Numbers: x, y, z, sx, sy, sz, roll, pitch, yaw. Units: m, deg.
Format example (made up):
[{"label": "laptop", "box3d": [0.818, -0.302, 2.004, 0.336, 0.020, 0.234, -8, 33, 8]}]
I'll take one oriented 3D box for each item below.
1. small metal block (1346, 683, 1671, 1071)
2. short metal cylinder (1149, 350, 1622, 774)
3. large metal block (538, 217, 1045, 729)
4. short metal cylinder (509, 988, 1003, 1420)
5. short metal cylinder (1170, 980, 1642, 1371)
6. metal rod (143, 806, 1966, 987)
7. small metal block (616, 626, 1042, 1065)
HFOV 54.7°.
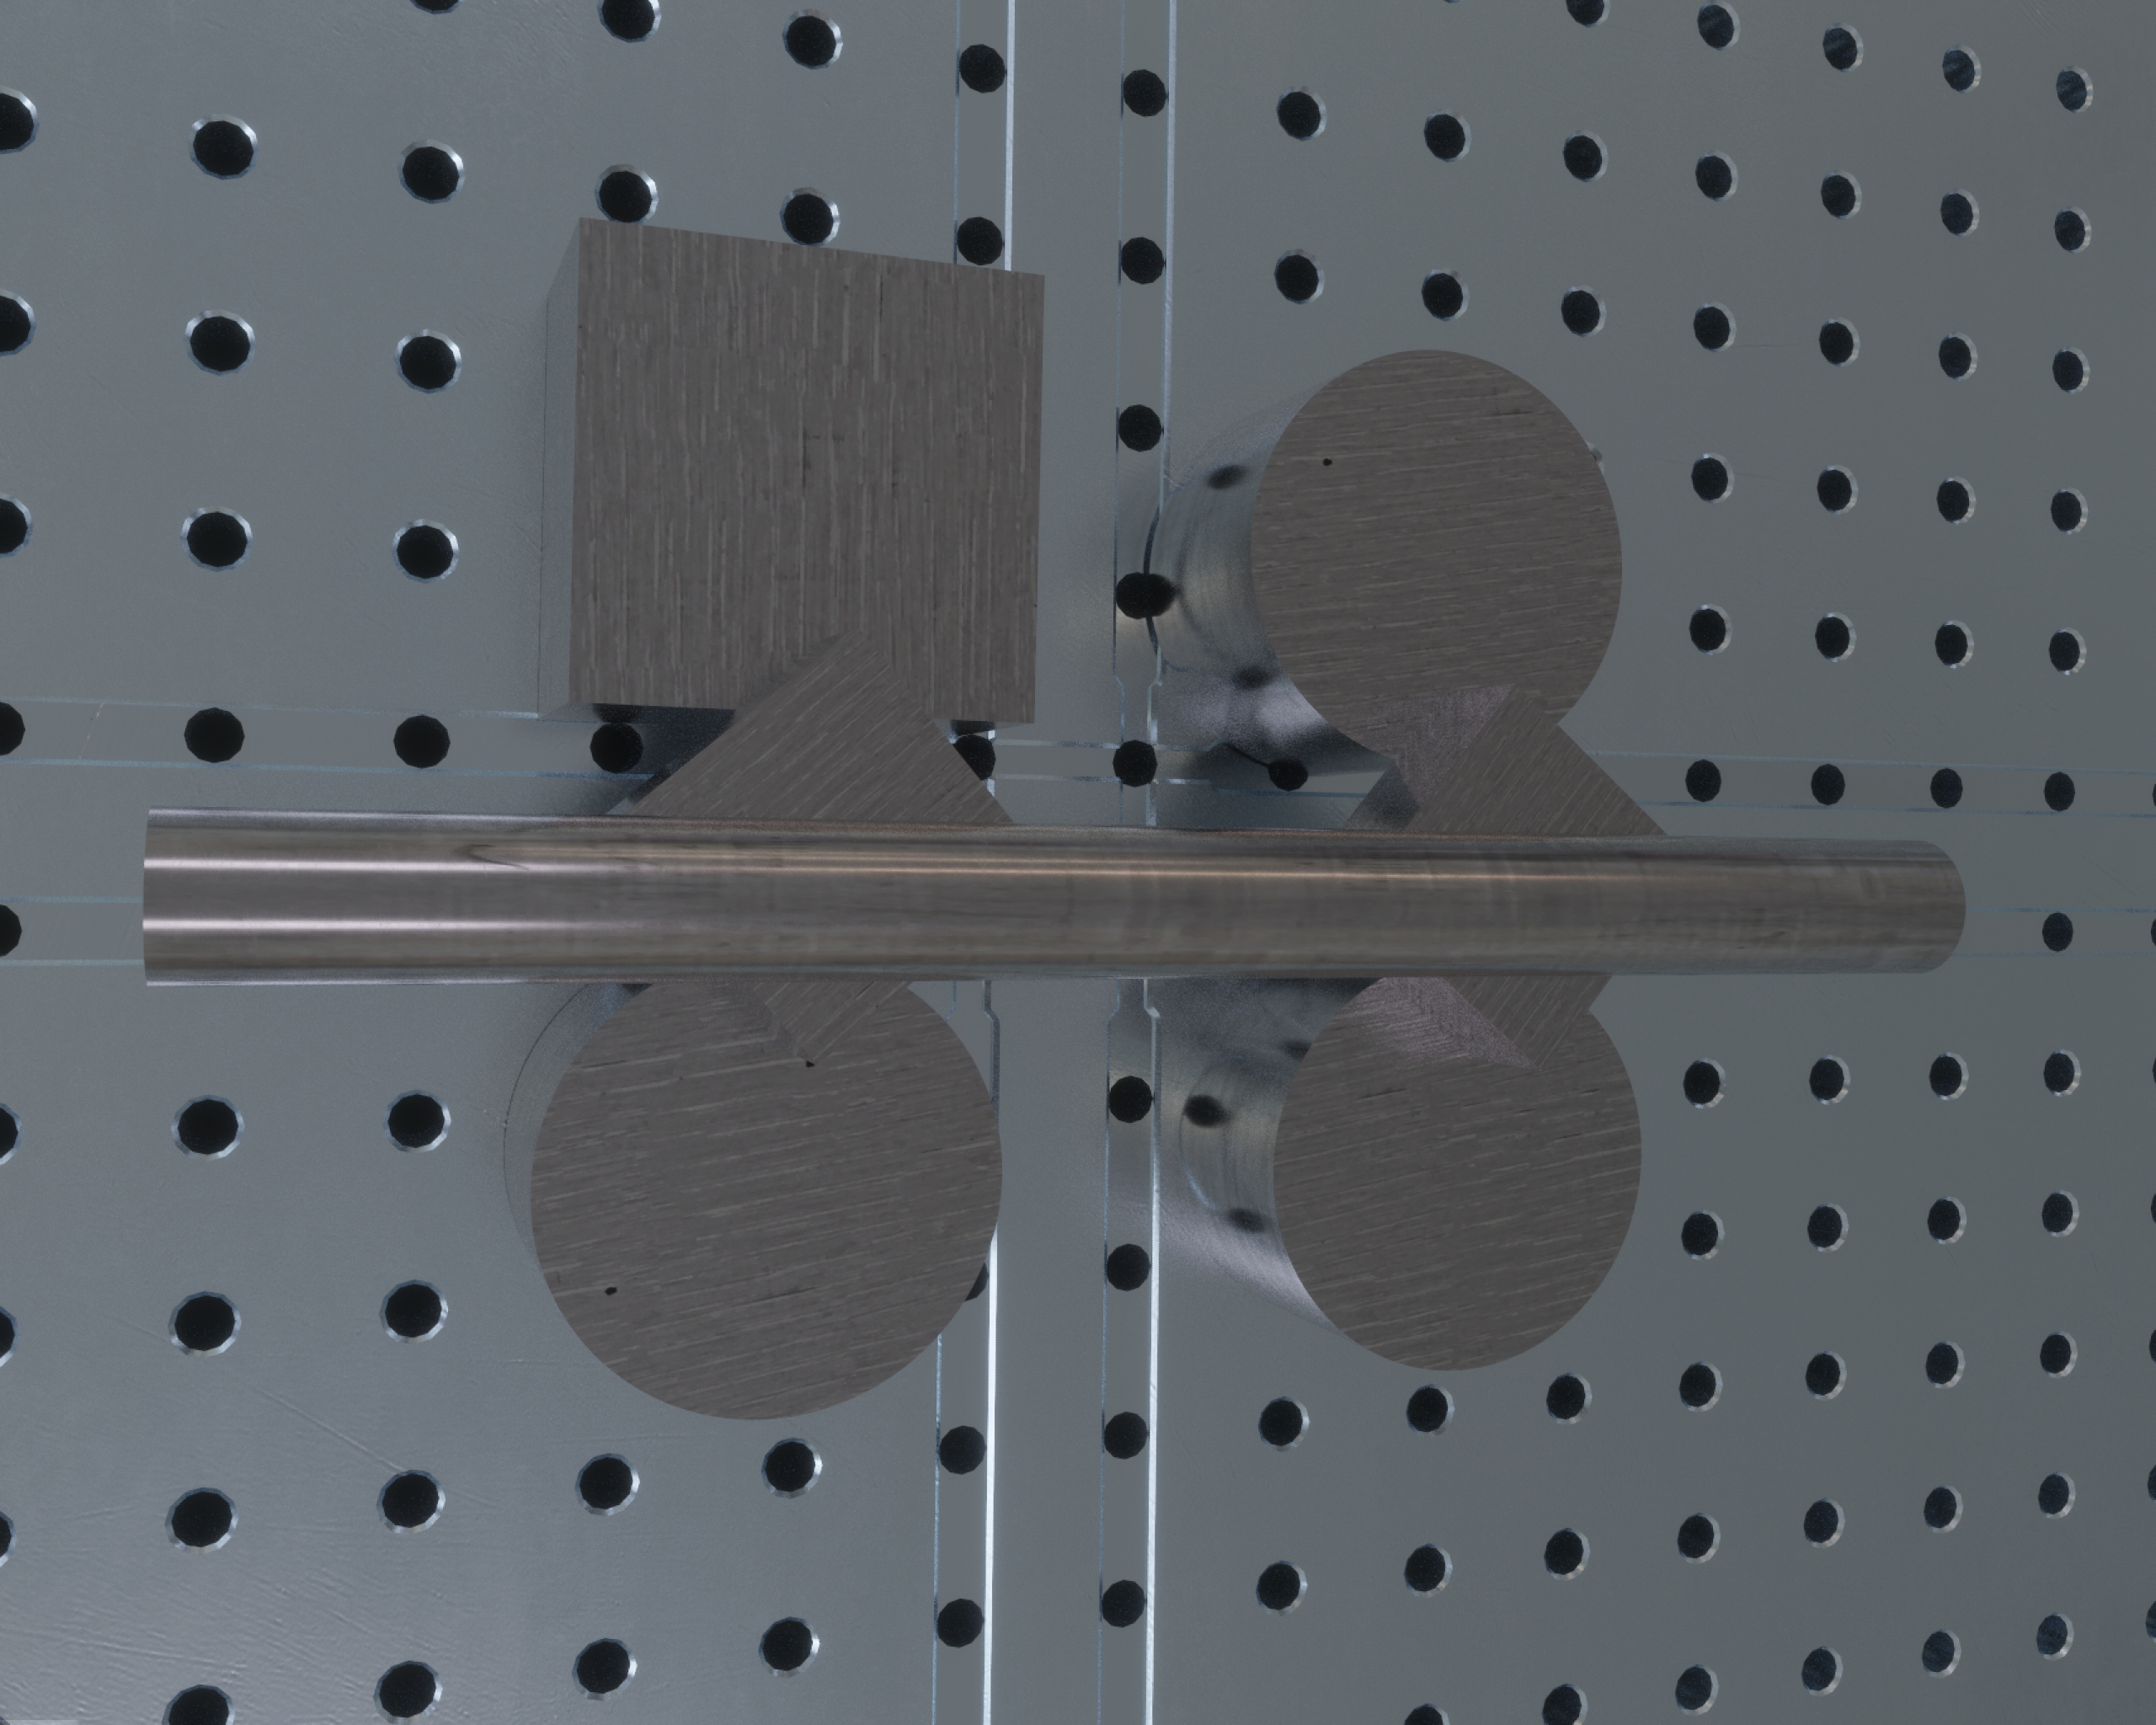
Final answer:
[{"label": "small metal block", "box3d": [0.077, 0.003, 0.388, 0.050, 0.025, 0.050, 42, 77, -15]}, {"label": "short metal cylinder", "box3d": [0.061, -0.058, 0.422, 0.081, 0.050, 0.080, 0, 90, -20]}, {"label": "large metal block", "box3d": [-0.053, -0.065, 0.379, 0.081, 0.050, 0.080, 1, 90, -20]}, {"label": "short metal cylinder", "box3d": [-0.060, 0.054, 0.376, 0.081, 0.050, 0.080, 0, 90, -20]}, {"label": "short metal cylinder", "box3d": [0.066, 0.057, 0.424, 0.081, 0.050, 0.080, 0, 90, -20]}, {"label": "metal rod", "box3d": [0.015, 0.006, 0.338, 0.302, 0.025, 0.025, 1, 90, -20]}, {"label": "small metal block", "box3d": [-0.043, -0.003, 0.344, 0.050, 0.025, 0.050, -42, 103, -15]}]
